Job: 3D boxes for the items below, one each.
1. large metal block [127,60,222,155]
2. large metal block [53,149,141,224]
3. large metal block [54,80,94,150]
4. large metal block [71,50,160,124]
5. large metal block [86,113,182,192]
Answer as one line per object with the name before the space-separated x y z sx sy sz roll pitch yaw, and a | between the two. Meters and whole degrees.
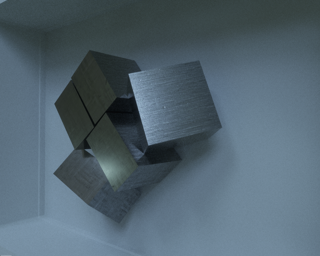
large metal block | 0.013 -0.022 0.349 0.050 0.081 0.080 118 137 -72
large metal block | -0.085 0.078 0.428 0.080 0.080 0.050 28 73 36
large metal block | -0.090 -0.018 0.441 0.050 0.081 0.080 -45 63 30
large metal block | -0.058 -0.051 0.415 0.050 0.081 0.080 -46 63 30
large metal block | -0.033 0.028 0.393 0.050 0.081 0.080 -49 61 29
